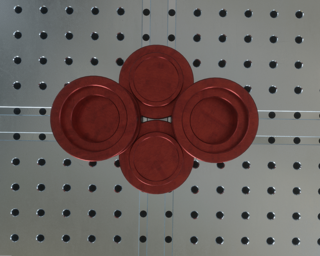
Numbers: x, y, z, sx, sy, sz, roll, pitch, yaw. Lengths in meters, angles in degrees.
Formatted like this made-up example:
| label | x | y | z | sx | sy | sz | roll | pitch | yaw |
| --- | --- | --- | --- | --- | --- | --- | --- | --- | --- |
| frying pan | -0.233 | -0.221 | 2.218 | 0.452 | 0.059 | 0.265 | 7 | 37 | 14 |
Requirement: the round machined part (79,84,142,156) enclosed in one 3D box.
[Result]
| label | x | y | z | sx | sy | sz | roll | pitch | yaw |
| --- | --- | --- | --- | --- | --- | --- | --- | --- | --- |
| round machined part | -0.073 | -0.011 | 0.404 | 0.099 | 0.042 | 0.097 | 0 | 90 | 0 |

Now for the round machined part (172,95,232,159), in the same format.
| label | x | y | z | sx | sy | sz | roll | pitch | yaw |
| --- | --- | --- | --- | --- | --- | --- | --- | --- | --- |
| round machined part | 0.063 | -0.010 | 0.405 | 0.099 | 0.042 | 0.097 | 0 | 90 | 0 |

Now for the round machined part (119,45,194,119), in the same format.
| label | x | y | z | sx | sy | sz | roll | pitch | yaw |
| --- | --- | --- | --- | --- | --- | --- | --- | --- | --- |
| round machined part | -0.005 | -0.060 | 0.404 | 0.099 | 0.042 | 0.097 | 0 | 90 | 0 |

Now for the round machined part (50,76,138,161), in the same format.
| label | x | y | z | sx | sy | sz | roll | pitch | yaw |
| --- | --- | --- | --- | --- | --- | --- | --- | --- | --- |
| round machined part | -0.075 | -0.011 | 0.372 | 0.099 | 0.042 | 0.097 | 0 | 90 | 0 |

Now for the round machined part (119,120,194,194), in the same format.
| label | x | y | z | sx | sy | sz | roll | pitch | yaw |
| --- | --- | --- | --- | --- | --- | --- | --- | --- | --- |
| round machined part | -0.005 | 0.038 | 0.404 | 0.099 | 0.042 | 0.097 | 0 | 90 | 0 |

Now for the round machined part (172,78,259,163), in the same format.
| label | x | y | z | sx | sy | sz | roll | pitch | yaw |
| --- | --- | --- | --- | --- | --- | --- | --- | --- | --- |
| round machined part | 0.063 | -0.009 | 0.373 | 0.099 | 0.042 | 0.097 | 0 | 90 | 0 |
